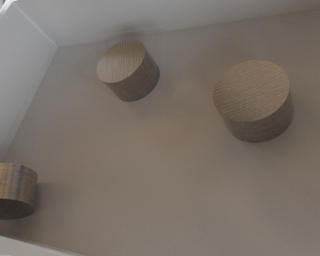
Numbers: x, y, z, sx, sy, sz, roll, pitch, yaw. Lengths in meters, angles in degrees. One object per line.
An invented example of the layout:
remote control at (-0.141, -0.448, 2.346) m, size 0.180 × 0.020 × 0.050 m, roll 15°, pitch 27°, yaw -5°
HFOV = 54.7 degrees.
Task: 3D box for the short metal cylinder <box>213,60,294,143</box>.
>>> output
short metal cylinder at (0.106, -0.030, 0.352) m, size 0.080 × 0.050 × 0.080 m, roll -13°, pitch 56°, yaw 21°

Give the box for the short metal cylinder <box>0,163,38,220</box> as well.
short metal cylinder at (-0.215, 0.089, 0.429) m, size 0.080 × 0.080 × 0.050 m, roll -19°, pitch 54°, yaw 17°

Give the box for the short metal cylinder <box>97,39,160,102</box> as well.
short metal cylinder at (-0.047, -0.087, 0.468) m, size 0.080 × 0.050 × 0.080 m, roll -13°, pitch 56°, yaw 21°
